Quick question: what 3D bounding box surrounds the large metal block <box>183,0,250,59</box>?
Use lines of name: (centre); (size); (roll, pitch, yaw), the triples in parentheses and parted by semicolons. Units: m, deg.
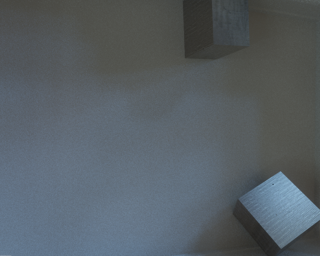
large metal block: (0.071, -0.139, 0.407); (0.050, 0.080, 0.079); (-3, 91, -20)

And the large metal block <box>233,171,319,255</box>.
large metal block: (0.163, 0.121, 0.435); (0.081, 0.050, 0.080); (-27, 55, -18)
